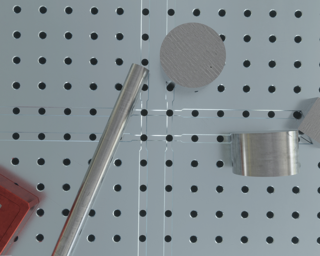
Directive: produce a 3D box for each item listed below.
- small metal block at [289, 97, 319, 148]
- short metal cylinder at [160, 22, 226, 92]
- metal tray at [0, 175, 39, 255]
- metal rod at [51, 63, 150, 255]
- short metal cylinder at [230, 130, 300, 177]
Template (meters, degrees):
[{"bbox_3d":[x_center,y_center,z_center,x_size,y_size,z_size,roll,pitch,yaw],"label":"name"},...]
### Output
[{"bbox_3d":[0.213,-0.006,0.415,0.050,0.025,0.050,33,90,0],"label":"small metal block"},{"bbox_3d":[0.040,-0.089,0.401,0.081,0.050,0.079,0,90,0],"label":"short metal cylinder"},{"bbox_3d":[-0.236,0.129,0.408,0.090,0.030,0.130,32,90,0],"label":"metal tray"},{"bbox_3d":[-0.084,0.057,0.412,0.025,0.025,0.299,23,90,0],"label":"metal rod"},{"bbox_3d":[0.130,0.029,0.387,0.081,0.080,0.050,-3,90,0],"label":"short metal cylinder"}]
